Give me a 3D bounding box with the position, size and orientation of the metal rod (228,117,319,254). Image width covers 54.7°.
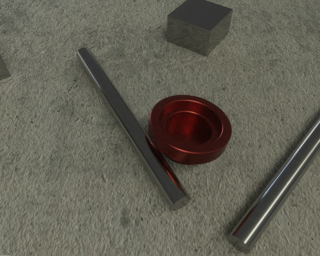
[{"bbox_3d":[0.179,0.030,0.379,0.025,0.025,0.302,35,58,25],"label":"metal rod"}]

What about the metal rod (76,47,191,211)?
[{"bbox_3d":[-0.050,-0.019,0.418,0.025,0.025,0.300,-23,54,-18],"label":"metal rod"}]

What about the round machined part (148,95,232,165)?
[{"bbox_3d":[0.034,0.006,0.381,0.099,0.042,0.098,6,45,-6],"label":"round machined part"}]

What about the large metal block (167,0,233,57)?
[{"bbox_3d":[0.068,-0.178,0.538,0.080,0.050,0.080,28,55,21],"label":"large metal block"}]

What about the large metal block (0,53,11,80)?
[{"bbox_3d":[-0.289,-0.104,0.471,0.081,0.050,0.080,-28,56,-22],"label":"large metal block"}]
